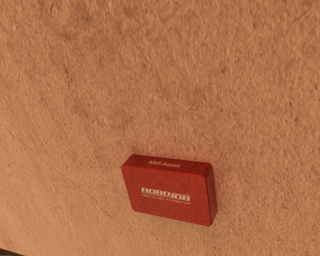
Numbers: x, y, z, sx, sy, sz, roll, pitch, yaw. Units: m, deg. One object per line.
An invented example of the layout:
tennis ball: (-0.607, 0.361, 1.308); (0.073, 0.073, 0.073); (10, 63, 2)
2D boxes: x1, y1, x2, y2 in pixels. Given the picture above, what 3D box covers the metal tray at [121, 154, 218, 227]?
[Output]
metal tray: (0.013, 0.089, 0.452); (0.130, 0.030, 0.090); (4, 120, 26)
